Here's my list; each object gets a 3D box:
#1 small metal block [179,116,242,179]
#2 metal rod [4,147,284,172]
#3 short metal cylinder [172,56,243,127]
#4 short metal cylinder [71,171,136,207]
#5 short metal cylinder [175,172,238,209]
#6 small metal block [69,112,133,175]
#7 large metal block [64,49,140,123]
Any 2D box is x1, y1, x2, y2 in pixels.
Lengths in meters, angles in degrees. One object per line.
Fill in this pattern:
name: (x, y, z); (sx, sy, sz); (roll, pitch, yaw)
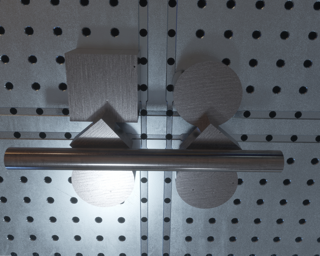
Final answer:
small metal block: (0.059, 0.023, 0.369); (0.050, 0.025, 0.050); (39, 105, -13)
metal rod: (-0.016, 0.036, 0.346); (0.302, 0.025, 0.025); (1, 110, -1)
short metal cylinder: (0.056, -0.046, 0.383); (0.081, 0.050, 0.079); (0, 110, 0)
short metal cylinder: (-0.073, 0.059, 0.420); (0.081, 0.050, 0.079); (0, 110, 0)
short metal cylinder: (0.061, 0.062, 0.423); (0.081, 0.050, 0.079); (0, 110, 0)
small metal block: (-0.068, 0.018, 0.366); (0.050, 0.025, 0.050); (-38, 106, 13)
large metal block: (-0.066, -0.053, 0.379); (0.081, 0.050, 0.079); (1, 110, -1)
